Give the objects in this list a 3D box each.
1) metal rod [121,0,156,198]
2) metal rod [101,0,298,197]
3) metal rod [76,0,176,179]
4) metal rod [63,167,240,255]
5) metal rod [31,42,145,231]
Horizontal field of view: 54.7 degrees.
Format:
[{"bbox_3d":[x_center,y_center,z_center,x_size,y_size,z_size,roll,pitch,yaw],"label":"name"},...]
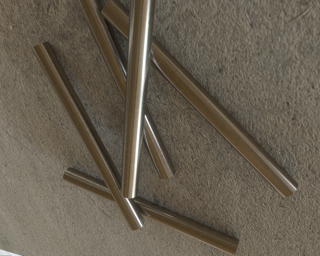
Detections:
[{"bbox_3d":[-0.029,-0.029,0.369,0.025,0.025,0.298,19,126,17],"label":"metal rod"},{"bbox_3d":[0.048,-0.032,0.360,0.300,0.025,0.025,45,129,-4],"label":"metal rod"},{"bbox_3d":[-0.046,-0.063,0.390,0.025,0.025,0.299,-11,113,32],"label":"metal rod"},{"bbox_3d":[-0.024,0.128,0.496,0.301,0.025,0.025,20,126,16],"label":"metal rod"},{"bbox_3d":[-0.099,0.019,0.451,0.025,0.025,0.299,-18,104,35],"label":"metal rod"}]
